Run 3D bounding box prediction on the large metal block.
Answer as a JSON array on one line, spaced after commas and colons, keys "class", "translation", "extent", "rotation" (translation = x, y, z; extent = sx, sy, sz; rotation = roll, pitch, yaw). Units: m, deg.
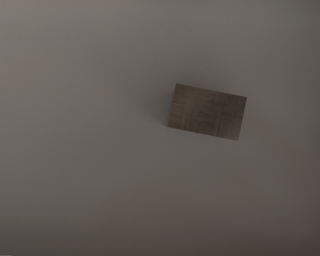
[{"class": "large metal block", "translation": [0.053, -0.018, 0.385], "extent": [0.080, 0.080, 0.050], "rotation": [11, 90, -1]}]
